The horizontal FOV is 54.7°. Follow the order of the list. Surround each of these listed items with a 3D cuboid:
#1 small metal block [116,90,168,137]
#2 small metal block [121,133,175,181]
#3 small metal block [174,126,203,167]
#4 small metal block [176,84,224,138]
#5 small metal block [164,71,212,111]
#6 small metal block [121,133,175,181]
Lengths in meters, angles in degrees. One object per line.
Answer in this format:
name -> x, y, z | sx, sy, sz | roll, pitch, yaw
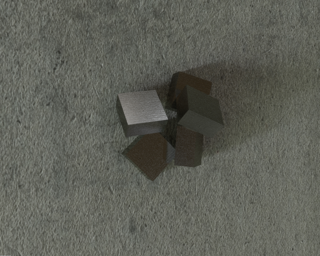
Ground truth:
small metal block -> -0.024, -0.019, 0.389 | 0.050, 0.025, 0.050 | -8, 55, -21
small metal block -> -0.013, 0.033, 0.407 | 0.050, 0.025, 0.050 | -47, 105, -14
small metal block -> 0.039, 0.024, 0.410 | 0.025, 0.050, 0.050 | 4, 88, 18
small metal block -> 0.049, -0.021, 0.389 | 0.050, 0.025, 0.050 | 23, 39, -19
small metal block -> 0.039, -0.045, 0.426 | 0.050, 0.025, 0.050 | 15, 85, -20
small metal block -> -0.013, 0.033, 0.407 | 0.050, 0.025, 0.050 | -47, 105, -14
